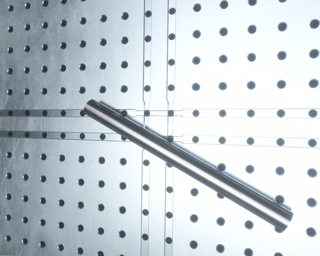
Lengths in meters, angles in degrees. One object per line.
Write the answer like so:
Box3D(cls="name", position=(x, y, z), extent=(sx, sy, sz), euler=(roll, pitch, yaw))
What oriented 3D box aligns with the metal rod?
Box3D(cls="metal rod", position=(0.023, 0.039, 0.404), extent=(0.300, 0.025, 0.025), euler=(29, 100, 17))
